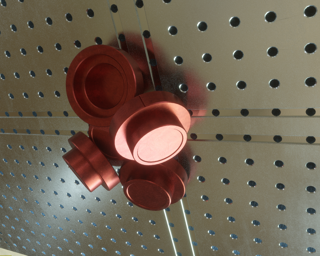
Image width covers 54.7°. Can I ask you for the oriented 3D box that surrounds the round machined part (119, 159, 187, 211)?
[{"bbox_3d":[-0.013,0.080,0.439,0.098,0.042,0.097,10,133,11],"label":"round machined part"}]

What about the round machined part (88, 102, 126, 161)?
[{"bbox_3d":[-0.060,0.007,0.433,0.098,0.042,0.097,13,124,20],"label":"round machined part"}]

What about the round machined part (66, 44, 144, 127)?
[{"bbox_3d":[-0.064,-0.052,0.386,0.098,0.042,0.097,3,99,22],"label":"round machined part"}]

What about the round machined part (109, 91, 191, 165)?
[{"bbox_3d":[-0.007,0.007,0.369,0.042,0.099,0.097,61,141,39],"label":"round machined part"}]

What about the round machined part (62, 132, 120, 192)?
[{"bbox_3d":[-0.107,0.056,0.458,0.098,0.042,0.098,43,159,22],"label":"round machined part"}]
